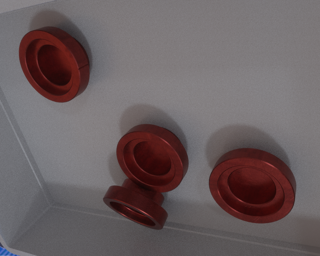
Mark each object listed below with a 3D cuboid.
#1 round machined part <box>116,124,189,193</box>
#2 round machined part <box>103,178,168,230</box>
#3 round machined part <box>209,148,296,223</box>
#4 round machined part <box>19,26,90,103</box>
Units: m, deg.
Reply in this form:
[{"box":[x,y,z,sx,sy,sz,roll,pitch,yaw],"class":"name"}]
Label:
[{"box":[-0.006,0.037,0.424,0.098,0.042,0.097,13,124,21],"class":"round machined part"},{"box":[-0.033,0.111,0.468,0.098,0.042,0.098,21,152,12],"class":"round machined part"},{"box":[0.113,0.065,0.378,0.098,0.042,0.097,13,124,21],"class":"round machined part"},{"box":[-0.135,-0.087,0.415,0.098,0.042,0.097,13,124,21],"class":"round machined part"}]
